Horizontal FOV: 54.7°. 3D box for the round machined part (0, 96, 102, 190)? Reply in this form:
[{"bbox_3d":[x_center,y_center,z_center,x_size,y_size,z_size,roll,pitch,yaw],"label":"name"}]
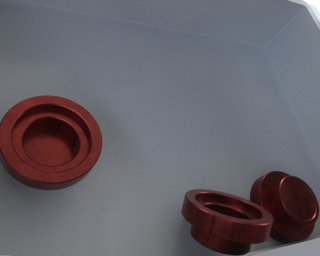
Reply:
[{"bbox_3d":[-0.114,0.018,0.323,0.099,0.042,0.098,14,56,-21],"label":"round machined part"}]

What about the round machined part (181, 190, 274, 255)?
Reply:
[{"bbox_3d":[0.072,0.106,0.347,0.099,0.098,0.042,10,96,-23],"label":"round machined part"}]

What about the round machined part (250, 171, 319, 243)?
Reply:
[{"bbox_3d":[0.179,0.105,0.429,0.099,0.042,0.098,14,56,-21],"label":"round machined part"}]
